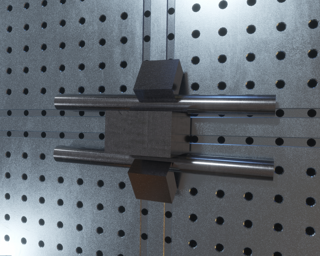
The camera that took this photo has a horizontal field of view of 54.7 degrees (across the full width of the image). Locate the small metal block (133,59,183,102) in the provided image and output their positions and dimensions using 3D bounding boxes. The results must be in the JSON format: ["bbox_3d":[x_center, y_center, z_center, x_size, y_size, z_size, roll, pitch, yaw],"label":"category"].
[{"bbox_3d":[-0.001,-0.060,0.397,0.050,0.025,0.050,1,56,19],"label":"small metal block"}]

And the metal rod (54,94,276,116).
[{"bbox_3d":[-0.007,-0.032,0.410,0.301,0.025,0.025,2,91,19],"label":"metal rod"}]

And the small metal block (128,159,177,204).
[{"bbox_3d":[-0.009,0.068,0.399,0.050,0.025,0.050,3,129,19],"label":"small metal block"}]

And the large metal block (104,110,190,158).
[{"bbox_3d":[-0.012,0.006,0.383,0.080,0.080,0.050,2,91,20],"label":"large metal block"}]

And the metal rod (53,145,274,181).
[{"bbox_3d":[-0.009,0.044,0.412,0.301,0.025,0.025,2,91,19],"label":"metal rod"}]
